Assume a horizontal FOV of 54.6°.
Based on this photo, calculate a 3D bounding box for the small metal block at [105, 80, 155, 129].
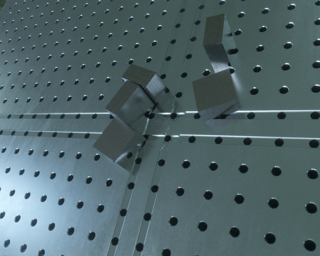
[{"bbox_3d":[-0.041,-0.030,0.433,0.025,0.050,0.050,28,77,37],"label":"small metal block"}]

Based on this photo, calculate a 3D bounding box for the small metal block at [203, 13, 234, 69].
[{"bbox_3d":[0.081,-0.117,0.422,0.025,0.050,0.050,-4,60,27],"label":"small metal block"}]

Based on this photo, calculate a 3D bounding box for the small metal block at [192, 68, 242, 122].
[{"bbox_3d":[0.072,-0.042,0.397,0.050,0.025,0.050,-18,54,17],"label":"small metal block"}]

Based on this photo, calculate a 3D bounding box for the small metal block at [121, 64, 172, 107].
[{"bbox_3d":[-0.019,-0.061,0.440,0.050,0.050,0.025,26,76,37],"label":"small metal block"}]

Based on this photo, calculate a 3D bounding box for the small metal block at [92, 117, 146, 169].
[{"bbox_3d":[-0.056,0.020,0.426,0.050,0.025,0.050,28,77,37],"label":"small metal block"}]
